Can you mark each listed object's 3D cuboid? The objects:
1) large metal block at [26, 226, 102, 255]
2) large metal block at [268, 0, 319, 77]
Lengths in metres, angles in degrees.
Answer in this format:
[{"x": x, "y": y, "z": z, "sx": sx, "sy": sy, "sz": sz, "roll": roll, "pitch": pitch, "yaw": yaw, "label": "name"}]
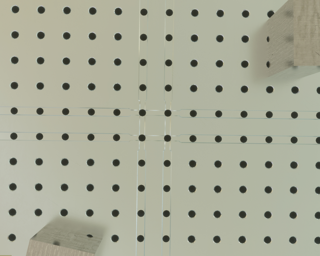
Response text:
[{"x": -0.128, "y": 0.182, "z": 0.399, "sx": 0.080, "sy": 0.050, "sz": 0.080, "roll": 13, "pitch": 90, "yaw": -1, "label": "large metal block"}, {"x": 0.175, "y": -0.110, "z": 0.388, "sx": 0.050, "sy": 0.080, "sz": 0.079, "roll": 0, "pitch": 90, "yaw": 0, "label": "large metal block"}]
